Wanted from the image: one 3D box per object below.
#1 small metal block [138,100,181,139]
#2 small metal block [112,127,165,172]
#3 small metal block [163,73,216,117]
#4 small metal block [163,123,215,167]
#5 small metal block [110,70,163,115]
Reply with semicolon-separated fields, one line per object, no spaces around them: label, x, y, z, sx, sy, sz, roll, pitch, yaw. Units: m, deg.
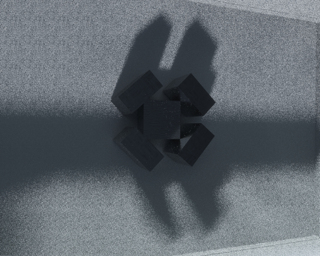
small metal block;-0.001;-0.011;0.408;0.050;0.025;0.050;1;90;-20
small metal block;-0.028;0.025;0.385;0.025;0.050;0.050;-46;104;-13
small metal block;0.037;-0.042;0.408;0.025;0.050;0.050;-47;106;-15
small metal block;0.037;0.021;0.408;0.025;0.050;0.050;42;76;-16
small metal block;-0.030;-0.043;0.384;0.050;0.050;0.025;-43;103;-14
